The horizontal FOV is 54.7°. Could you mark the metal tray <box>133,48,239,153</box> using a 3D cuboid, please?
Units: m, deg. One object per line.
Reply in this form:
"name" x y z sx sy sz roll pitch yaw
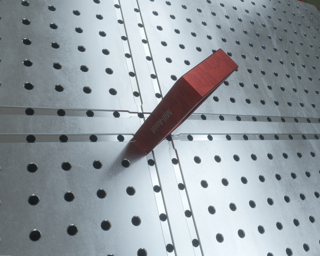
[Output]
"metal tray" 0.028 -0.030 0.375 0.030 0.129 0.091 47 51 4
